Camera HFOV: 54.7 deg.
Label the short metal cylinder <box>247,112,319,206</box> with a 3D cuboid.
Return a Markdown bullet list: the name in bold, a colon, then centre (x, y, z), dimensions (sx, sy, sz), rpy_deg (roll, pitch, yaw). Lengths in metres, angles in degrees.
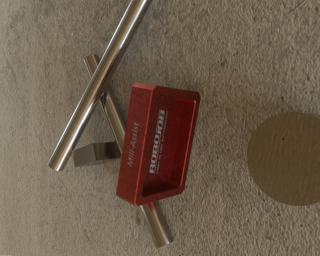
- **short metal cylinder**: centre (0.128, 0.026, 0.283), dimensions (0.080, 0.050, 0.079), rpy_deg (0, 90, 39)

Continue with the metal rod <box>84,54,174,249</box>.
- **metal rod**: centre (-0.051, 0.020, 0.444), dimensions (0.025, 0.025, 0.299), rpy_deg (-37, 68, 33)

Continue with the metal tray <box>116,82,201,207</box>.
- **metal tray**: centre (0.001, 0.017, 0.360), dimensions (0.030, 0.091, 0.129), rpy_deg (15, 100, 39)

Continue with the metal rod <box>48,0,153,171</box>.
- **metal rod**: centre (-0.086, -0.068, 0.443), dimensions (0.025, 0.025, 0.299), rpy_deg (38, 104, 33)

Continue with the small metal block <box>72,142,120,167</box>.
- **small metal block**: centre (-0.094, 0.040, 0.463), dimensions (0.050, 0.050, 0.025), rpy_deg (-20, 78, 38)
